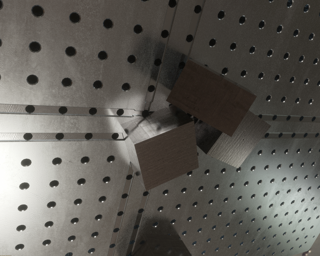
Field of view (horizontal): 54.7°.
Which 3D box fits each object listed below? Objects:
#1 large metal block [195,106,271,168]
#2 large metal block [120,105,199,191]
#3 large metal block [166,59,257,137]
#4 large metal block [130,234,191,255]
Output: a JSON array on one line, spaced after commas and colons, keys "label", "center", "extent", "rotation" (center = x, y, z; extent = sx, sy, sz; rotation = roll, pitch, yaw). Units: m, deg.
[{"label": "large metal block", "center": [0.101, 0.004, 0.453], "extent": [0.080, 0.050, 0.080], "rotation": [25, 105, -40]}, {"label": "large metal block", "center": [0.001, 0.025, 0.413], "extent": [0.081, 0.050, 0.080], "rotation": [-22, 127, -16]}, {"label": "large metal block", "center": [0.060, -0.039, 0.365], "extent": [0.080, 0.080, 0.050], "rotation": [29, 106, 2]}, {"label": "large metal block", "center": [-0.005, 0.234, 0.540], "extent": [0.081, 0.050, 0.080], "rotation": [17, 110, -35]}]
